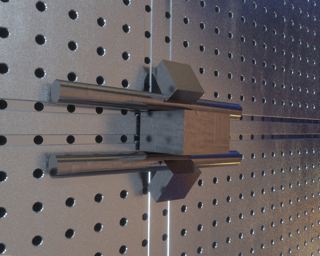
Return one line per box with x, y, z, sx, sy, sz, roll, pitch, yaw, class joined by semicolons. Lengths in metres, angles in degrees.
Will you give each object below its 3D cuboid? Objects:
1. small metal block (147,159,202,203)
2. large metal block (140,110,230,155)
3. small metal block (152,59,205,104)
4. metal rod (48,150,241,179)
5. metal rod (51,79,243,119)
0.019;0.069;0.405;0.050;0.025;0.050;4;125;-40;small metal block
0.031;0.006;0.394;0.081;0.080;0.050;2;89;-40;large metal block
0.025;-0.060;0.410;0.050;0.025;0.050;1;55;-40;small metal block
0.007;0.044;0.411;0.302;0.025;0.025;3;89;-40;metal rod
0.010;-0.032;0.412;0.302;0.025;0.025;3;89;-40;metal rod
